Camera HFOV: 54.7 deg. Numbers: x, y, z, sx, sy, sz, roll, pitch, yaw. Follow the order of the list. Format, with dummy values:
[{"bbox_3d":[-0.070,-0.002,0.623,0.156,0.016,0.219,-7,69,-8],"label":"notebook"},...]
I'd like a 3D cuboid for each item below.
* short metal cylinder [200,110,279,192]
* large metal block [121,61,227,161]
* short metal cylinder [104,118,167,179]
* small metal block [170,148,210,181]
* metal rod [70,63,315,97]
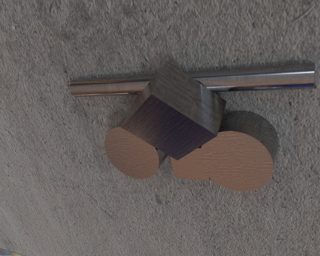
[{"bbox_3d":[0.093,0.026,0.359,0.080,0.050,0.079,13,124,21],"label":"short metal cylinder"},{"bbox_3d":[0.014,-0.015,0.352,0.080,0.050,0.080,31,144,-13],"label":"large metal block"},{"bbox_3d":[-0.027,0.022,0.419,0.080,0.050,0.079,13,124,21],"label":"short metal cylinder"},{"bbox_3d":[0.042,0.040,0.412,0.050,0.025,0.050,2,120,27],"label":"small metal block"},{"bbox_3d":[0.015,-0.053,0.367,0.300,0.025,0.025,1,119,27],"label":"metal rod"}]
